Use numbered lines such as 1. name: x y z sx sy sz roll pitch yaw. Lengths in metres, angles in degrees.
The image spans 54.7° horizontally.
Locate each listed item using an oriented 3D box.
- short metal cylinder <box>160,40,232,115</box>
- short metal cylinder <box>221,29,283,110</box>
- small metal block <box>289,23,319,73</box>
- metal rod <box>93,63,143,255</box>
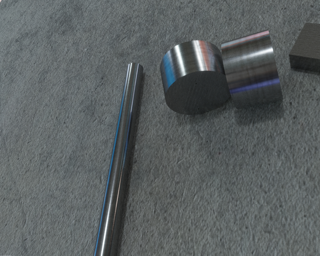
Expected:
1. short metal cylinder: 0.043 -0.060 0.382 0.080 0.080 0.050 -20 54 16
2. short metal cylinder: 0.106 -0.065 0.353 0.050 0.080 0.080 -12 57 21
3. small metal block: 0.188 -0.094 0.363 0.050 0.025 0.050 21 73 35
4. metal rod: -0.051 0.038 0.406 0.025 0.025 0.299 -8 58 23
